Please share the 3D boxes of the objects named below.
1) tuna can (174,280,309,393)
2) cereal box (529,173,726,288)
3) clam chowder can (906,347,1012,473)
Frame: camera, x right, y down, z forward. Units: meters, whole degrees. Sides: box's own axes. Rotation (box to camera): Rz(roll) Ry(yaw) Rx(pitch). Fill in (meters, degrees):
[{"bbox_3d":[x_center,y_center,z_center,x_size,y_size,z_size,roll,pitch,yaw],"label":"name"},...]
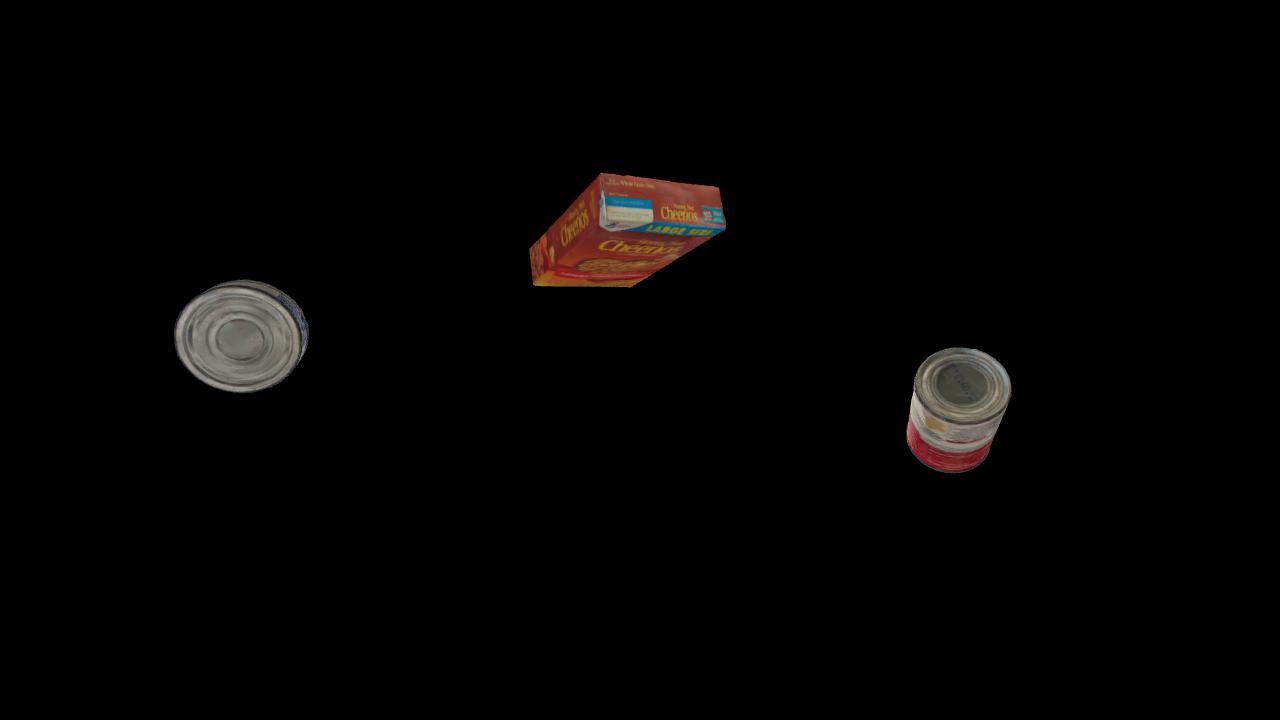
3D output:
[{"bbox_3d":[-0.303,-0.018,0.472,0.084,0.084,0.034,0,14,-21],"label":"tuna can"},{"bbox_3d":[-0.033,-0.194,0.994,0.203,0.081,0.306,-3,-9,-30],"label":"cereal box"},{"bbox_3d":[0.256,0.043,0.501,0.068,0.068,0.102,0,-30,20],"label":"clam chowder can"}]
